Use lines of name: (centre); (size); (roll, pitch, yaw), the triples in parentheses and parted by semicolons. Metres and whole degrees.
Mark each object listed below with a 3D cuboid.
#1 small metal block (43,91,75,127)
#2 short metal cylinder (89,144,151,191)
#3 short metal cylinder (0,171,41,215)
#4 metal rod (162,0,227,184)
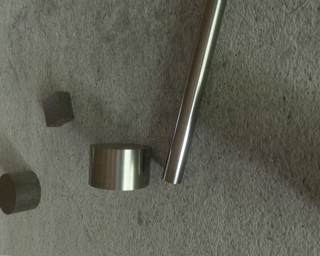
small metal block: (-0.183, -0.033, 0.556); (0.050, 0.025, 0.050); (-22, 76, 38)
short metal cylinder: (-0.053, 0.049, 0.413); (0.080, 0.081, 0.050); (4, 93, 40)
short metal cylinder: (-0.284, 0.129, 0.623); (0.080, 0.050, 0.080); (0, 90, 40)
metal rod: (0.048, -0.077, 0.365); (0.025, 0.025, 0.298); (21, 103, 38)
